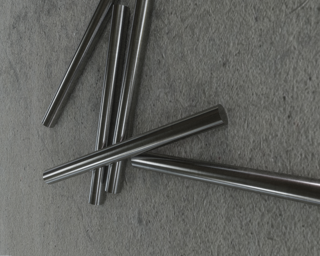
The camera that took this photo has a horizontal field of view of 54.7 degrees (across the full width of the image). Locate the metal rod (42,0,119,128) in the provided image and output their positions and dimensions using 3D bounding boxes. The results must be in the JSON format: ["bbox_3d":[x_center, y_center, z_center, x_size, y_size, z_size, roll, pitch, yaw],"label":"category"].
[{"bbox_3d":[-0.130,-0.119,0.512,0.025,0.025,0.298,50,119,28],"label":"metal rod"}]

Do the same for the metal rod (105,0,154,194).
[{"bbox_3d":[-0.043,-0.052,0.440,0.025,0.025,0.298,17,101,38],"label":"metal rod"}]

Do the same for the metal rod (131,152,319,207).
[{"bbox_3d":[0.084,0.054,0.335,0.300,0.025,0.025,5,93,39],"label":"metal rod"}]

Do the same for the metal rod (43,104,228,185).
[{"bbox_3d":[-0.052,0.031,0.419,0.300,0.025,0.025,-21,77,29],"label":"metal rod"}]

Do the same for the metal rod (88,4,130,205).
[{"bbox_3d":[-0.078,-0.030,0.469,0.025,0.025,0.298,14,99,39],"label":"metal rod"}]
